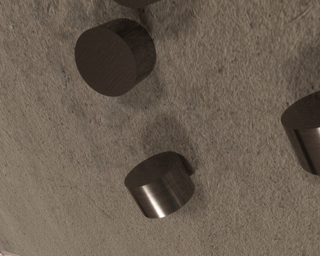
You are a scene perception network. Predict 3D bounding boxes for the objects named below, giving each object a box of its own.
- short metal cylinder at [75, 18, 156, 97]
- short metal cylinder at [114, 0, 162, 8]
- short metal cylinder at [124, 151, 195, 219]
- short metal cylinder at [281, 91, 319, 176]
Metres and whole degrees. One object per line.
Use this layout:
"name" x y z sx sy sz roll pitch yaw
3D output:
"short metal cylinder" -0.052 -0.083 0.365 0.080 0.050 0.079 13 124 20
"short metal cylinder" -0.017 -0.162 0.298 0.080 0.050 0.079 13 124 20
"short metal cylinder" 0.000 0.075 0.416 0.080 0.080 0.050 -16 110 34
"short metal cylinder" 0.161 0.000 0.286 0.080 0.080 0.050 -19 109 35
